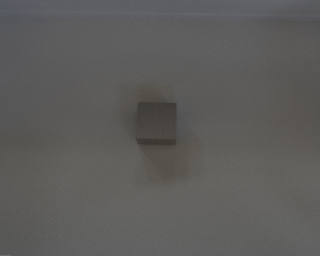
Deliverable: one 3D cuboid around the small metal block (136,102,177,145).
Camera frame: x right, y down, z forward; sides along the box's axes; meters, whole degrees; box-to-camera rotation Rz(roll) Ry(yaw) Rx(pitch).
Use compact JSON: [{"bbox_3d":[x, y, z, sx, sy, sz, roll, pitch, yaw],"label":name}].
[{"bbox_3d":[-0.004,-0.006,0.408,0.050,0.025,0.050,2,70,1],"label":"small metal block"}]
